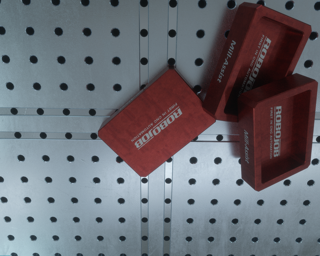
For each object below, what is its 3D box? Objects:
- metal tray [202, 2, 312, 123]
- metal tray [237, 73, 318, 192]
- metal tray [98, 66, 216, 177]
[{"bbox_3d":[0.113,-0.069,0.366,0.091,0.030,0.129,7,112,-30],"label":"metal tray"},{"bbox_3d":[0.145,0.008,0.385,0.091,0.030,0.129,-21,122,-15],"label":"metal tray"},{"bbox_3d":[-0.004,-0.007,0.408,0.130,0.030,0.090,-40,106,13],"label":"metal tray"}]
